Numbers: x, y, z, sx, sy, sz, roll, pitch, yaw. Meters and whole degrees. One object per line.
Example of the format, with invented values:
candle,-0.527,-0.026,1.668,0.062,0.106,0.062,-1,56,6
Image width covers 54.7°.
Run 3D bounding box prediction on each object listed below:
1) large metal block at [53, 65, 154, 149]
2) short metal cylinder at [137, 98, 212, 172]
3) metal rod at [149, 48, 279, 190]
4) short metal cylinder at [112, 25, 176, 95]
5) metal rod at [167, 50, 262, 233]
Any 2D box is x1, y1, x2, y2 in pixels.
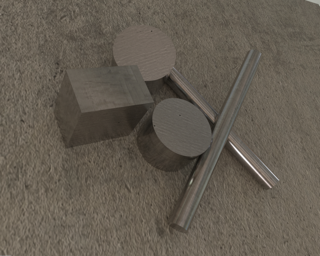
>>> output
large metal block,-0.066,-0.024,0.347,0.081,0.080,0.050,-12,68,-33
short metal cylinder,0.017,0.009,0.391,0.081,0.050,0.080,14,56,-21
metal rod,0.059,-0.031,0.454,0.300,0.025,0.025,48,51,5
short metal cylinder,-0.023,-0.089,0.414,0.081,0.050,0.080,3,72,-11
metal rod,0.085,-0.002,0.420,0.025,0.025,0.300,34,60,-7
